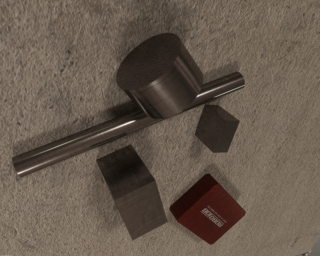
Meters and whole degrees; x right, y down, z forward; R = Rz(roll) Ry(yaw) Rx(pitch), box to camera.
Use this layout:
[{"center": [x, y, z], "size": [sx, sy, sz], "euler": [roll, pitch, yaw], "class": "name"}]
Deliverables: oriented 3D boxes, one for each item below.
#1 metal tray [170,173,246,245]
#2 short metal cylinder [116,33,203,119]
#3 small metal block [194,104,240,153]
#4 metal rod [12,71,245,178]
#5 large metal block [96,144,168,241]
[{"center": [0.088, 0.146, 0.544], "size": [0.090, 0.030, 0.130], "euler": [-43, 130, 1], "class": "metal tray"}, {"center": [0.000, -0.056, 0.338], "size": [0.080, 0.080, 0.050], "euler": [-42, 130, 1], "class": "short metal cylinder"}, {"center": [0.079, 0.000, 0.436], "size": [0.025, 0.050, 0.050], "euler": [1, 118, -30], "class": "small metal block"}, {"center": [-0.025, -0.011, 0.387], "size": [0.302, 0.025, 0.025], "euler": [-22, 127, -15], "class": "metal rod"}, {"center": [-0.037, 0.082, 0.403], "size": [0.050, 0.080, 0.080], "euler": [-24, 128, -14], "class": "large metal block"}]
